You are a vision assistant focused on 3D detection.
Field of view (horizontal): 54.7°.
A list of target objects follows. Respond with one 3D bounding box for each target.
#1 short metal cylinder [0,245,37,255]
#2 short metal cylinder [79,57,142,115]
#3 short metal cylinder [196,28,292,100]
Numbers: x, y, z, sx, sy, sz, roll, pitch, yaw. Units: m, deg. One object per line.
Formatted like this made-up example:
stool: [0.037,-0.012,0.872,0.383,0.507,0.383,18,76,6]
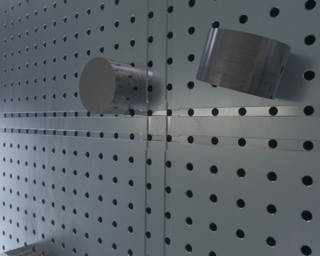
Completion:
short metal cylinder: [-0.291,0.288,0.634,0.080,0.050,0.079,0,90,40]
short metal cylinder: [-0.073,-0.059,0.454,0.080,0.050,0.079,0,90,40]
short metal cylinder: [0.081,-0.063,0.307,0.080,0.081,0.050,24,105,37]
